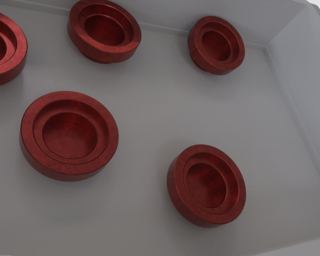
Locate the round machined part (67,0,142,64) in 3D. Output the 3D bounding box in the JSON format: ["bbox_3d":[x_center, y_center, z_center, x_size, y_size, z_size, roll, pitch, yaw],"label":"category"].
[{"bbox_3d":[-0.079,-0.129,0.431,0.099,0.042,0.098,14,56,-21],"label":"round machined part"}]

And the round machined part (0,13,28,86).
[{"bbox_3d":[-0.200,-0.083,0.338,0.099,0.042,0.098,14,56,-21],"label":"round machined part"}]

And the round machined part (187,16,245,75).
[{"bbox_3d":[0.088,-0.132,0.514,0.099,0.042,0.098,8,70,-23],"label":"round machined part"}]

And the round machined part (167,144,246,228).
[{"bbox_3d":[0.052,0.072,0.378,0.099,0.042,0.098,14,56,-21],"label":"round machined part"}]

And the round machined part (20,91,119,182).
[{"bbox_3d":[-0.098,0.012,0.335,0.099,0.042,0.098,14,56,-21],"label":"round machined part"}]
